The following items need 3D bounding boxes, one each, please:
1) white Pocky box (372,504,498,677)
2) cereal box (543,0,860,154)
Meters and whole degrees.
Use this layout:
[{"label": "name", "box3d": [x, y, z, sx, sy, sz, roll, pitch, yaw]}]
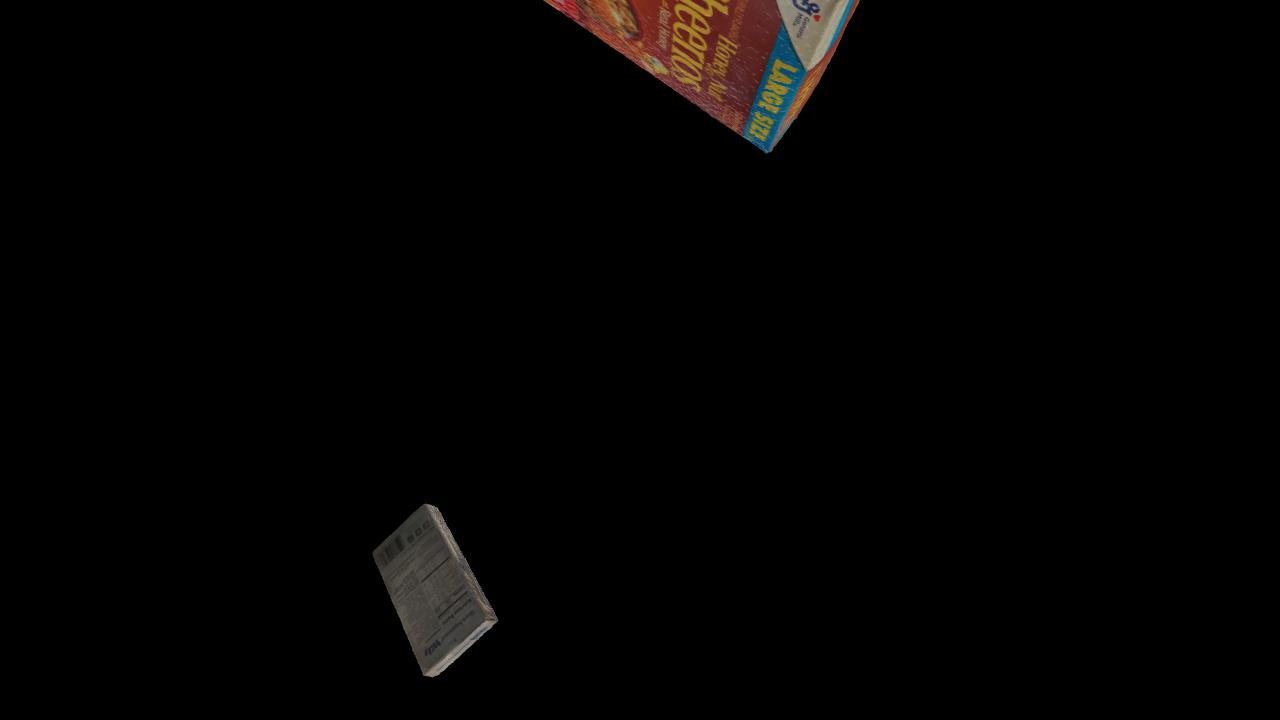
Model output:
[{"label": "white Pocky box", "box3d": [-0.218, 0.235, 0.642, 0.154, 0.084, 0.028, 47, -1, 33]}, {"label": "cereal box", "box3d": [0.008, -0.298, 0.441, 0.306, 0.081, 0.203, 36, -3, 2]}]
